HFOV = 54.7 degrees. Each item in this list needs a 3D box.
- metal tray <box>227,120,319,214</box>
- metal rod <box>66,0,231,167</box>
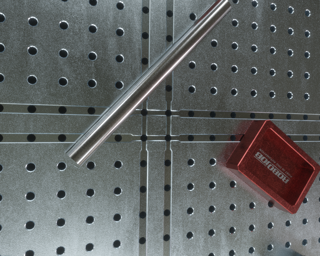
[{"bbox_3d":[0.176,0.059,0.474,0.130,0.030,0.090,38,78,-16],"label":"metal tray"},{"bbox_3d":[-0.006,-0.069,0.410,0.025,0.025,0.301,46,76,-15],"label":"metal rod"}]
